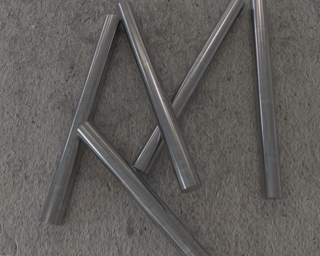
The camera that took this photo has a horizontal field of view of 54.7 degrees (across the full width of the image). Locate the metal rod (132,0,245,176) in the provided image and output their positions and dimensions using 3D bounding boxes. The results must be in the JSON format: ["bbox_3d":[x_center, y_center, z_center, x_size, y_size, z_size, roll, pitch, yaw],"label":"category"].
[{"bbox_3d":[0.047,-0.069,0.433,0.025,0.025,0.300,28,72,9],"label":"metal rod"}]

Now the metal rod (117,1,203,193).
[{"bbox_3d":[-0.009,-0.059,0.409,0.025,0.025,0.299,-17,63,-6],"label":"metal rod"}]

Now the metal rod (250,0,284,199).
[{"bbox_3d":[0.144,-0.054,0.428,0.025,0.025,0.299,3,70,1],"label":"metal rod"}]

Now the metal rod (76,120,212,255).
[{"bbox_3d":[0.007,0.107,0.358,0.025,0.025,0.300,-40,79,-13],"label":"metal rod"}]

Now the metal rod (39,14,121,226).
[{"bbox_3d":[-0.100,-0.025,0.416,0.025,0.025,0.299,11,70,4],"label":"metal rod"}]
